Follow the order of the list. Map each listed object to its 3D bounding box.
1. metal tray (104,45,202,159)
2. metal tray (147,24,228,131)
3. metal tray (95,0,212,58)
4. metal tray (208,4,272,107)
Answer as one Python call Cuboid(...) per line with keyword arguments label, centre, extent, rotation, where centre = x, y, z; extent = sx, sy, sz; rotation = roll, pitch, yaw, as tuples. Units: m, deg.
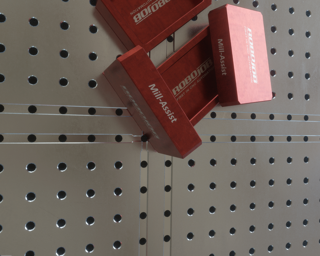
Cuboid(label="metal tray", centre=(-0.012, -0.027, 0.373), extent=(0.030, 0.090, 0.130), rotation=(-37, 102, -16))
Cuboid(label="metal tray", centre=(0.048, -0.068, 0.427), extent=(0.130, 0.030, 0.090), rotation=(-43, 104, -15))
Cuboid(label="metal tray", centre=(-0.006, -0.165, 0.407), extent=(0.130, 0.030, 0.090), rotation=(-41, 103, -15))
Cuboid(label="metal tray", centre=(0.114, -0.098, 0.433), extent=(0.091, 0.030, 0.129), rotation=(-10, 93, -42))
